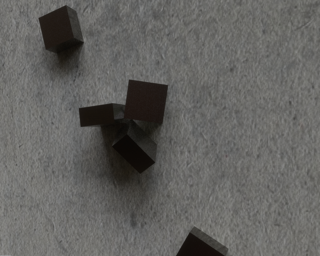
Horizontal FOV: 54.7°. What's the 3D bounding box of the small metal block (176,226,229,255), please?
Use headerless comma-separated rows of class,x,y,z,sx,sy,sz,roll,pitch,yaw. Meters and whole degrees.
small metal block,0.050,0.162,0.391,0.050,0.025,0.050,30,100,17

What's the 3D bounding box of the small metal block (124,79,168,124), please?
small metal block,-0.018,-0.034,0.406,0.050,0.025,0.050,8,93,-1

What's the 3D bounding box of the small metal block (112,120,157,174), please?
small metal block,-0.031,0.022,0.396,0.025,0.050,0.050,-39,106,16

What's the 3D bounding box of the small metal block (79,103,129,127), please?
small metal block,-0.073,-0.016,0.420,0.050,0.050,0.025,-7,88,20

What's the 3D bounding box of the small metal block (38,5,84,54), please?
small metal block,-0.146,-0.145,0.459,0.050,0.025,0.050,-16,85,19
